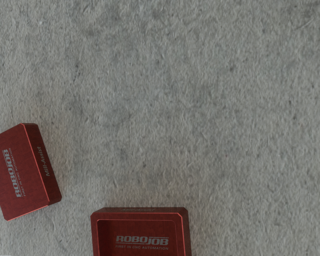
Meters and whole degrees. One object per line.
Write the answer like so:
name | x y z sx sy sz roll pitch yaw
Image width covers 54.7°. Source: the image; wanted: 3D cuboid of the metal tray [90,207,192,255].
metal tray | -0.026 0.154 0.414 0.130 0.030 0.089 -5 88 19

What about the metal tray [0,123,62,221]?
metal tray | -0.215 0.067 0.480 0.090 0.030 0.129 -24 82 18
